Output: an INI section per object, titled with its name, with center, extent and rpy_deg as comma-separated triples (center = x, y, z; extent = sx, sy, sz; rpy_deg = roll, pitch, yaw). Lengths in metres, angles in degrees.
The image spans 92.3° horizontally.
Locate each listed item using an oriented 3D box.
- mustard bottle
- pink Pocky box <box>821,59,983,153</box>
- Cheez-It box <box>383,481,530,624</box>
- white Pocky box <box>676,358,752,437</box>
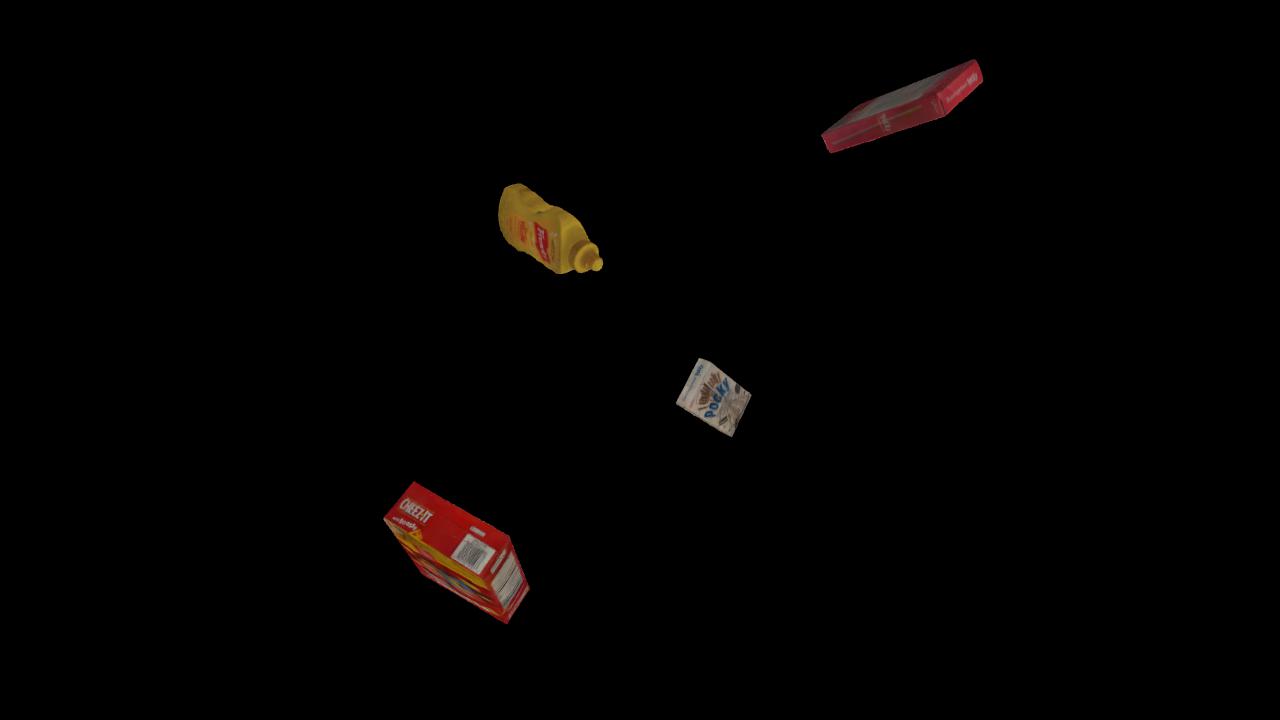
[mustard bottle]
center = -0.117, -0.165, 0.831
extent = 0.184, 0.092, 0.054
rpy_deg = 35, 41, 30
[pink Pocky box]
center = 0.291, -0.283, 0.696
extent = 0.084, 0.029, 0.155
rpy_deg = -42, 21, -23
[Cheez-It box]
center = -0.253, 0.282, 0.878
extent = 0.166, 0.071, 0.223
rpy_deg = 24, -35, 16
[white Pocky box]
center = 0.123, 0.063, 0.995
extent = 0.028, 0.084, 0.154
rpy_deg = 22, -8, 42
